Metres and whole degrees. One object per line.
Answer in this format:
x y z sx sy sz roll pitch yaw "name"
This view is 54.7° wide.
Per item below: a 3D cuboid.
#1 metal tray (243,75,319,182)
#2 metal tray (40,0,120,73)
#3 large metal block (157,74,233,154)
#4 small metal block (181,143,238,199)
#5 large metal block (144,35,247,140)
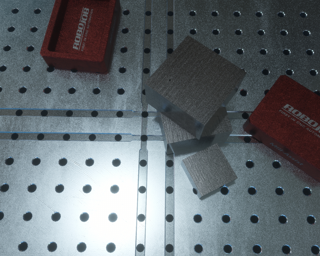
0.190 0.000 0.410 0.130 0.030 0.090 36 74 12 "metal tray"
-0.115 -0.150 0.462 0.091 0.030 0.130 6 70 2 "metal tray"
0.040 -0.017 0.405 0.081 0.050 0.080 -11 70 -4 "large metal block"
0.061 0.054 0.392 0.050 0.025 0.050 -25 72 -9 "small metal block"
0.040 -0.047 0.363 0.080 0.050 0.080 36 74 12 "large metal block"
